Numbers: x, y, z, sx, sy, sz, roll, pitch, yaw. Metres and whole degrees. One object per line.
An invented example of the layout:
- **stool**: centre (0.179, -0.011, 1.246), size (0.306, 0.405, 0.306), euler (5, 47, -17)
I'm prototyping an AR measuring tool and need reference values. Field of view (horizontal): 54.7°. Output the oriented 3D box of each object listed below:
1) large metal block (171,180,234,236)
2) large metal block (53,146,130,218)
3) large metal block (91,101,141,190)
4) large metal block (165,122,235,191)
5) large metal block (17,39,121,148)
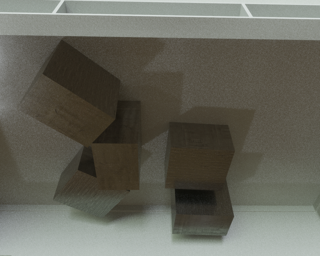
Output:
- **large metal block**: centre (0.060, 0.113, 0.470), size (0.081, 0.080, 0.050), euler (3, 130, -3)
- **large metal block**: centre (-0.099, 0.081, 0.460), size (0.080, 0.050, 0.080), euler (28, 124, -23)
- **large metal block**: centre (-0.050, 0.021, 0.390), size (0.050, 0.080, 0.079), euler (1, 130, -1)
- **large metal block**: centre (0.050, 0.040, 0.428), size (0.081, 0.050, 0.079), euler (3, 130, -3)
- **large metal block**: centre (-0.093, -0.038, 0.338), size (0.080, 0.080, 0.050), euler (34, 120, -26)
